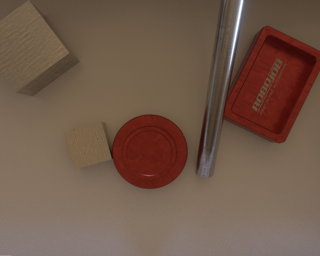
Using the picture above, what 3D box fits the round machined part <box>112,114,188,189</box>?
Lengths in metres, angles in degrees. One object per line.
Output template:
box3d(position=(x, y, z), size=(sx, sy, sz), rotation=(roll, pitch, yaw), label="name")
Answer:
box3d(position=(-0.013, 0.031, 0.403), size=(0.099, 0.042, 0.097), rotation=(0, 90, -1), label="round machined part")

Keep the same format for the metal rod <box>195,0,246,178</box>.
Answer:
box3d(position=(0.070, -0.073, 0.347), size=(0.025, 0.025, 0.298), rotation=(4, 117, -1), label="metal rod")

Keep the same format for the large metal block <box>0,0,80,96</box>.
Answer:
box3d(position=(-0.166, -0.098, 0.397), size=(0.080, 0.050, 0.080), rotation=(-37, 90, 0), label="large metal block")

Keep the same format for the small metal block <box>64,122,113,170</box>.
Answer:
box3d(position=(-0.093, 0.023, 0.410), size=(0.050, 0.025, 0.050), rotation=(-15, 90, -1), label="small metal block")

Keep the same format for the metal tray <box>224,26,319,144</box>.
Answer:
box3d(position=(0.146, -0.056, 0.410), size=(0.090, 0.030, 0.129), rotation=(26, 90, -1), label="metal tray")
